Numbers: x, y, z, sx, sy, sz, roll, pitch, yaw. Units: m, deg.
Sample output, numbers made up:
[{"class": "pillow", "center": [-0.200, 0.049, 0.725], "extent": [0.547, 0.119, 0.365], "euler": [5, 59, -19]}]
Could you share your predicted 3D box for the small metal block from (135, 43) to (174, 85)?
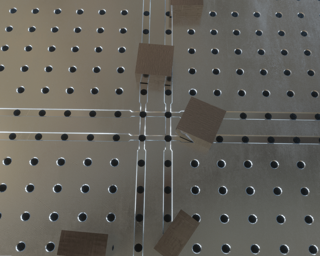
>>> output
[{"class": "small metal block", "center": [-0.007, -0.092, 0.445], "extent": [0.050, 0.025, 0.050], "euler": [5, 70, 1]}]

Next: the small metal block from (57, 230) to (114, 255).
[{"class": "small metal block", "center": [-0.081, 0.131, 0.350], "extent": [0.050, 0.050, 0.025], "euler": [5, 70, 1]}]

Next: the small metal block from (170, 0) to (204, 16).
[{"class": "small metal block", "center": [0.040, -0.205, 0.487], "extent": [0.050, 0.025, 0.050], "euler": [0, 70, -1]}]

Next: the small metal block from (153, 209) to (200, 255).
[{"class": "small metal block", "center": [0.018, 0.123, 0.354], "extent": [0.025, 0.050, 0.050], "euler": [35, 74, 11]}]

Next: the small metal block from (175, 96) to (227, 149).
[{"class": "small metal block", "center": [0.054, -0.007, 0.415], "extent": [0.050, 0.025, 0.050], "euler": [24, 72, 8]}]
